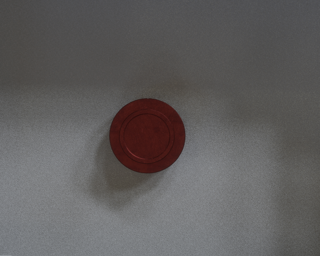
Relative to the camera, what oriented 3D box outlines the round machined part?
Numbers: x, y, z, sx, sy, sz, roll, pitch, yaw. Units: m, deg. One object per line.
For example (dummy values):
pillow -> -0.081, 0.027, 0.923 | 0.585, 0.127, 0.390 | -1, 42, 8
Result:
round machined part -> -0.016, 0.010, 0.399 | 0.099, 0.042, 0.097 | 0, 90, -1
